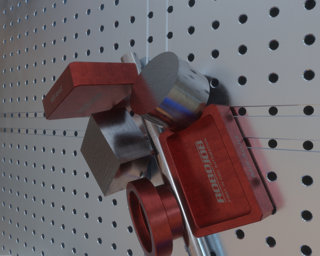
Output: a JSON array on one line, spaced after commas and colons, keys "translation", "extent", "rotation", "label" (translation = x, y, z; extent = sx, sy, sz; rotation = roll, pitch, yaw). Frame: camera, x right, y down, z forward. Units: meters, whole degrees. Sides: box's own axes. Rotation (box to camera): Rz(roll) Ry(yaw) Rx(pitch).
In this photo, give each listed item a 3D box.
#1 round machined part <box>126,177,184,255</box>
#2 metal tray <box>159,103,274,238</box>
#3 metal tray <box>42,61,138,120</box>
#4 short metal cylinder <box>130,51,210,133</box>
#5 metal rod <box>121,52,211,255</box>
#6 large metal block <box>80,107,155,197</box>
[{"translation": [-0.005, 0.107, 0.379], "extent": [0.098, 0.042, 0.097], "rotation": [166, 90, -70], "label": "round machined part"}, {"translation": [0.058, 0.049, 0.353], "extent": [0.090, 0.030, 0.130], "rotation": [-31, 71, 35], "label": "metal tray"}, {"translation": [-0.097, -0.048, 0.423], "extent": [0.130, 0.091, 0.030], "rotation": [-27, 75, 52], "label": "metal tray"}, {"translation": [0.010, -0.041, 0.361], "extent": [0.080, 0.050, 0.080], "rotation": [-31, 45, 36], "label": "short metal cylinder"}, {"translation": [0.005, 0.035, 0.400], "extent": [0.025, 0.025, 0.299], "rotation": [-31, 71, 35], "label": "metal rod"}, {"translation": [-0.060, 0.031, 0.414], "extent": [0.080, 0.050, 0.079], "rotation": [55, 140, 25], "label": "large metal block"}]
